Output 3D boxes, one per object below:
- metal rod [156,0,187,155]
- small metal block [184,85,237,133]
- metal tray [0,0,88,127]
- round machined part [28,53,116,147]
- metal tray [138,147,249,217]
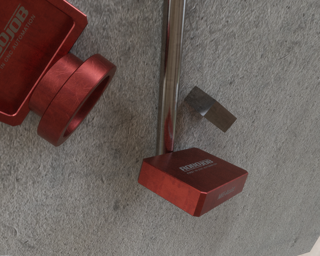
[{"bbox_3d":[0.012,-0.052,0.382,0.025,0.025,0.298,-11,123,-23],"label":"metal rod"},{"bbox_3d":[0.067,-0.025,0.414,0.050,0.050,0.025,33,100,-39],"label":"small metal block"},{"bbox_3d":[-0.140,-0.074,0.281,0.090,0.030,0.130,29,102,-38],"label":"metal tray"},{"bbox_3d":[-0.088,-0.033,0.302,0.042,0.098,0.098,36,99,-6],"label":"round machined part"},{"bbox_3d":[0.046,0.062,0.399,0.131,0.090,0.030,-6,115,-54],"label":"metal tray"}]
